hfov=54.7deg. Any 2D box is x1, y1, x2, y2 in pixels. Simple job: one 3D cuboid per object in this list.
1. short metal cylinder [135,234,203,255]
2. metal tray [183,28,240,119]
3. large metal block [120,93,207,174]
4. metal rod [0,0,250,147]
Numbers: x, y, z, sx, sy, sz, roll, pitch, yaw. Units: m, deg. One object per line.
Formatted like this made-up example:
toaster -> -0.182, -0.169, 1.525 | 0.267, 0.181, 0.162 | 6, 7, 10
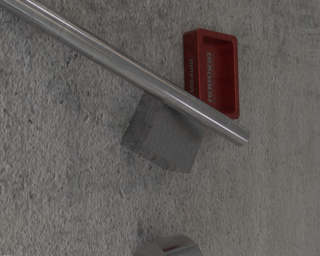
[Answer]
short metal cylinder -> 0.011, 0.176, 0.379 | 0.050, 0.080, 0.080 | 2, 89, -40
metal tray -> 0.079, -0.076, 0.467 | 0.091, 0.030, 0.129 | -4, 93, -40
large metal block -> 0.009, 0.004, 0.396 | 0.080, 0.050, 0.080 | 35, 68, -35
metal rod -> -0.020, -0.056, 0.336 | 0.301, 0.025, 0.025 | 29, 71, -20
